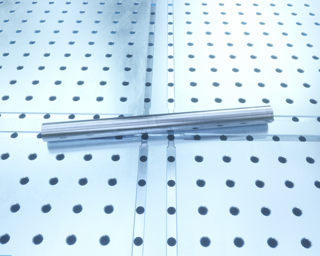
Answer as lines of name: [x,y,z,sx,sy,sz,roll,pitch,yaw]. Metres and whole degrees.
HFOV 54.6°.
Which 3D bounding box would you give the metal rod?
metal rod: [0.000,-0.006,0.413,0.302,0.025,0.025,-5,50,-4]
